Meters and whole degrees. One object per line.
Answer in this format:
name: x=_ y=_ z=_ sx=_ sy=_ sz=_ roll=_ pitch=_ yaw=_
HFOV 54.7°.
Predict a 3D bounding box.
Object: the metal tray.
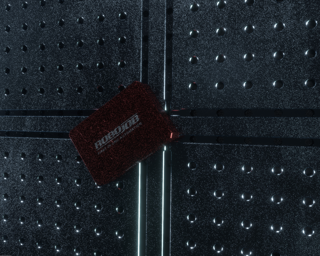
metal tray: x=-0.052 y=0.008 z=0.427 sx=0.130 sy=0.030 sz=0.090 roll=-35 pitch=79 yaw=16
